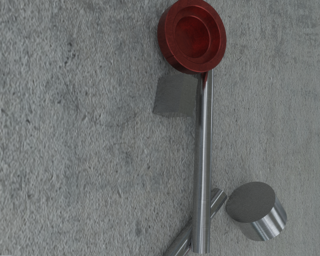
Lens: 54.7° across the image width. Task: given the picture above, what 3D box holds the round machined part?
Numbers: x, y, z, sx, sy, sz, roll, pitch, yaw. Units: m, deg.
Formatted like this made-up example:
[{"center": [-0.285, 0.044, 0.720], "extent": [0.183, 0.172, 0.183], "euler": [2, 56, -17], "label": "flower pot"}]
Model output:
[{"center": [0.039, -0.121, 0.420], "extent": [0.099, 0.042, 0.097], "euler": [1, 88, -29], "label": "round machined part"}]

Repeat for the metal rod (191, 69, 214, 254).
[{"center": [0.062, 0.019, 0.442], "extent": [0.025, 0.025, 0.298], "euler": [11, 78, -40], "label": "metal rod"}]

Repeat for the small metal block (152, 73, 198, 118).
[{"center": [0.019, -0.041, 0.407], "extent": [0.025, 0.050, 0.050], "euler": [16, 80, -39], "label": "small metal block"}]

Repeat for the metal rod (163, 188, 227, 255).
[{"center": [0.002, 0.193, 0.408], "extent": [0.301, 0.025, 0.025], "euler": [-44, 117, -31], "label": "metal rod"}]

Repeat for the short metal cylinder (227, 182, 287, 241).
[{"center": [0.157, 0.135, 0.504], "extent": [0.080, 0.080, 0.050], "euler": [-51, 121, -28], "label": "short metal cylinder"}]
